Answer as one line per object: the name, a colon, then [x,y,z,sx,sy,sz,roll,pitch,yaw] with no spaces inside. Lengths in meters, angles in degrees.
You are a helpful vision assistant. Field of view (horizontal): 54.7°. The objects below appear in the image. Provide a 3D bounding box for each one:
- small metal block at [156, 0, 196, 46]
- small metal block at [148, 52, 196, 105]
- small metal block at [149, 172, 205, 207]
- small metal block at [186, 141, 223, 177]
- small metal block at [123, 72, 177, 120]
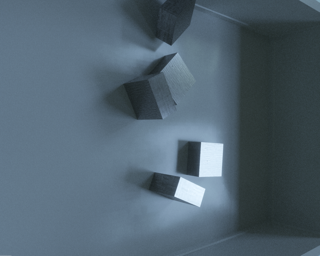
small metal block: [0.021,-0.146,0.407,0.025,0.050,0.050,32,63,10]
small metal block: [0.015,-0.066,0.421,0.050,0.025,0.050,-52,121,-27]
small metal block: [0.023,0.082,0.412,0.050,0.050,0.025,31,71,-36]
small metal block: [0.068,0.047,0.467,0.050,0.025,0.050,6,86,-40]
small metal block: [-0.013,-0.038,0.382,0.025,0.050,0.050,-33,111,-35]
